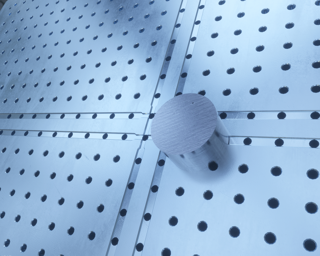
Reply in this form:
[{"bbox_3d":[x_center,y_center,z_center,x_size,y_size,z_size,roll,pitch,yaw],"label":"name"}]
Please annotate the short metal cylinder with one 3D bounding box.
[{"bbox_3d":[0.036,0.005,0.371,0.080,0.050,0.080,-13,56,21],"label":"short metal cylinder"}]
